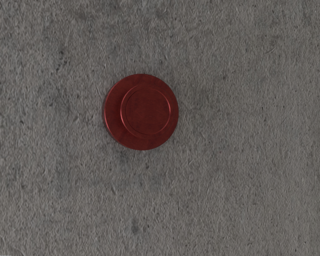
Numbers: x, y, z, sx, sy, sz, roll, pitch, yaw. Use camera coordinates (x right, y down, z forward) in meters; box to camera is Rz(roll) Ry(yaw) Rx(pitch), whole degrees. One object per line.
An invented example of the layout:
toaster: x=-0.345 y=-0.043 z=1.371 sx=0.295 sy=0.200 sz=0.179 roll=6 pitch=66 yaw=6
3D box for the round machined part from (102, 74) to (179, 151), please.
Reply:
round machined part: x=-0.021 y=-0.020 z=0.392 sx=0.099 sy=0.042 sz=0.097 roll=0 pitch=90 yaw=-20
